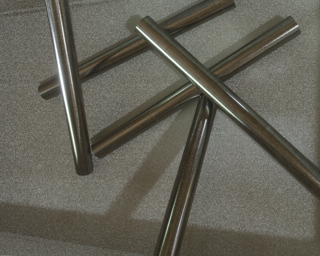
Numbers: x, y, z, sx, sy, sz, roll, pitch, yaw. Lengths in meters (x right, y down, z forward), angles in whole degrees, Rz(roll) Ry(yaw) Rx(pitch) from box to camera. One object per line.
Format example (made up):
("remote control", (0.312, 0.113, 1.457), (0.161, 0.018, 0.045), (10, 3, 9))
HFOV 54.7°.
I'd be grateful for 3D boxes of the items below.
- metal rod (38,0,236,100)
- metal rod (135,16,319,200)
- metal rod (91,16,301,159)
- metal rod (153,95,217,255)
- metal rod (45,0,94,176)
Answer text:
("metal rod", (-0.044, -0.107, 0.425), (0.300, 0.025, 0.025), (-22, 83, 18))
("metal rod", (0.087, -0.023, 0.358), (0.300, 0.025, 0.025), (44, 104, 6))
("metal rod", (0.033, -0.043, 0.398), (0.300, 0.025, 0.025), (-32, 80, 17))
("metal rod", (0.018, 0.094, 0.328), (0.025, 0.025, 0.300), (10, 64, 20))
("metal rod", (-0.113, -0.070, 0.383), (0.025, 0.025, 0.298), (9, 119, 20))
